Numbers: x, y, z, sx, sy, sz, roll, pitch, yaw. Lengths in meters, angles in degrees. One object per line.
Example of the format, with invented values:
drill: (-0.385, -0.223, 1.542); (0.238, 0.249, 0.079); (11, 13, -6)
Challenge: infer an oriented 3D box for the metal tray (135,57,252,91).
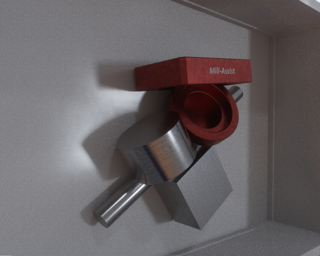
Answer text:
metal tray: (0.045, -0.068, 0.400); (0.131, 0.090, 0.030); (-9, 96, -40)

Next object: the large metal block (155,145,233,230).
large metal block: (0.046, 0.078, 0.428); (0.080, 0.050, 0.080); (-40, 115, -33)

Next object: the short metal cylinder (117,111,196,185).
short metal cylinder: (-0.004, 0.022, 0.368); (0.080, 0.080, 0.050); (-41, 115, -33)

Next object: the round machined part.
round machined part: (0.054, -0.020, 0.423); (0.099, 0.042, 0.098); (10, 62, -20)

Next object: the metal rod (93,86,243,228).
metal rod: (0.030, 0.022, 0.432); (0.302, 0.025, 0.025); (-40, 115, -33)
